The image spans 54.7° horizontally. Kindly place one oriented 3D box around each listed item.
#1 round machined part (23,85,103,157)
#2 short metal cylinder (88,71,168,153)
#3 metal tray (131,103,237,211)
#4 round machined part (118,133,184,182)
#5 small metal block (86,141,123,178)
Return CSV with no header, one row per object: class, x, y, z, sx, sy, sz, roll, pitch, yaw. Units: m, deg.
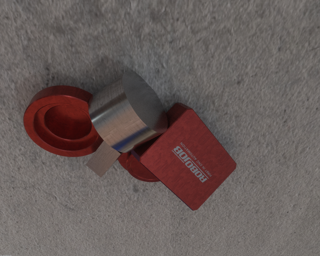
round machined part,-0.112,-0.012,0.385,0.099,0.042,0.097,-1,130,0
short metal cylinder,-0.035,-0.018,0.358,0.050,0.080,0.080,-31,124,23
metal tray,0.036,0.041,0.412,0.090,0.030,0.130,-46,122,-5
round machined part,-0.011,0.038,0.430,0.099,0.042,0.097,-1,130,0
small metal block,-0.060,0.028,0.391,0.025,0.050,0.050,41,122,-1
